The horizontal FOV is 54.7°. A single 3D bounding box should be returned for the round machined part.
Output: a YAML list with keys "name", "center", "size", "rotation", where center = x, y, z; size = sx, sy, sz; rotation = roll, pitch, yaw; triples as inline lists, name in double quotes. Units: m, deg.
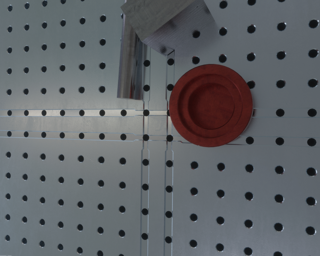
- name: "round machined part"
  center: [0.064, -0.026, 0.381]
  size: [0.098, 0.042, 0.097]
  rotation: [0, 90, 20]

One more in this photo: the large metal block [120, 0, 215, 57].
- name: "large metal block"
  center: [0.013, -0.139, 0.379]
  size: [0.080, 0.080, 0.050]
  rotation: [-33, 79, 17]

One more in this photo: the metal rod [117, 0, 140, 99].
- name: "metal rod"
  center: [-0.035, -0.189, 0.424]
  size: [0.025, 0.025, 0.298]
  rotation: [5, 92, 20]
